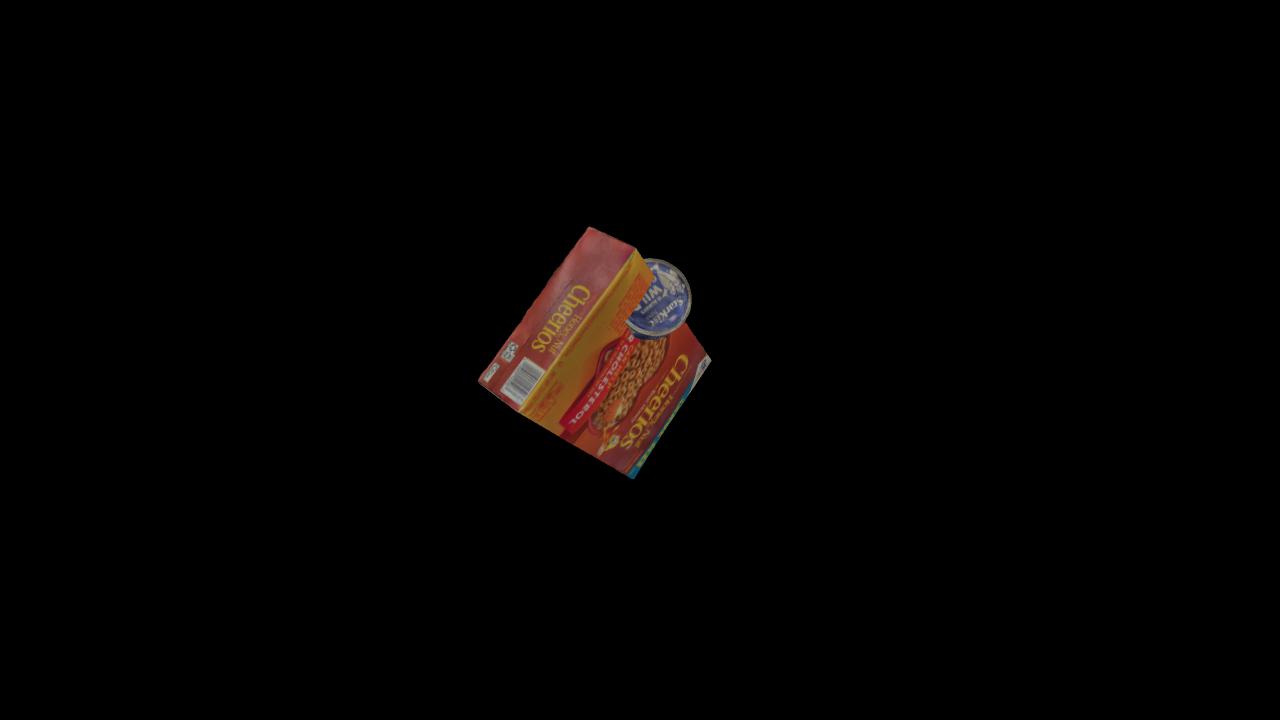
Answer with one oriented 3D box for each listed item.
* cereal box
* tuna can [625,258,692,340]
[{"bbox_3d":[-0.030,0.012,0.737,0.081,0.203,0.306,30,-9,30],"label":"cereal box"},{"bbox_3d":[0.011,-0.064,0.661,0.084,0.084,0.034,0,-9,-12],"label":"tuna can"}]
